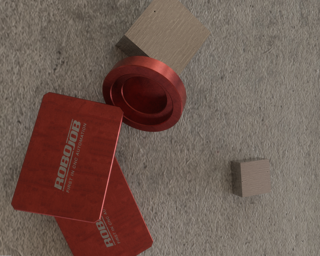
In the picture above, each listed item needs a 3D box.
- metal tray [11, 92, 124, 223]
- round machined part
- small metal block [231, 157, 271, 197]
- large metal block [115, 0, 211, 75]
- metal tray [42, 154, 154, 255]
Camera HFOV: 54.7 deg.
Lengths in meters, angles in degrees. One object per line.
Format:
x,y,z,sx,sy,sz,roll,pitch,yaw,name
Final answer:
-0.098,0.032,0.346,0.091,0.030,0.130,12,74,-6,metal tray
-0.016,-0.045,0.374,0.098,0.098,0.042,39,44,-16,round machined part
0.135,0.072,0.461,0.050,0.025,0.050,-5,92,-20,small metal block
0.004,-0.114,0.398,0.080,0.050,0.080,40,77,-16,large metal block
-0.075,0.106,0.380,0.091,0.030,0.129,-25,99,-19,metal tray
